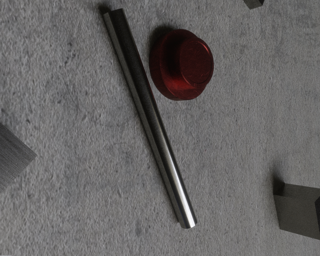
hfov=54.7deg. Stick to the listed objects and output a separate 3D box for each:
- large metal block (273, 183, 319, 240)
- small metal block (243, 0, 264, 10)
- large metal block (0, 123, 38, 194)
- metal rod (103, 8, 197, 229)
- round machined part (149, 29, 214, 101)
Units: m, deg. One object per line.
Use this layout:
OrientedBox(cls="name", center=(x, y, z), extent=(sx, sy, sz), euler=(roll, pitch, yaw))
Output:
OrientedBox(cls="large metal block", center=(0.278, 0.161, 0.607), extent=(0.050, 0.080, 0.080), euler=(-25, 106, -37))
OrientedBox(cls="small metal block", center=(0.163, -0.248, 0.544), extent=(0.050, 0.025, 0.050), euler=(35, 68, -35))
OrientedBox(cls="large metal block", center=(-0.166, 0.024, 0.250), extent=(0.080, 0.050, 0.080), euler=(52, 59, -28))
OrientedBox(cls="metal rod", center=(-0.007, 0.000, 0.400), extent=(0.025, 0.025, 0.298), euler=(-31, 110, -36))
OrientedBox(cls="round machined part", center=(0.037, -0.087, 0.426), extent=(0.099, 0.042, 0.097), euler=(0, 90, -40))
